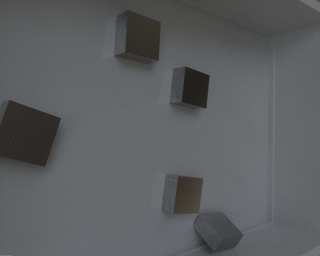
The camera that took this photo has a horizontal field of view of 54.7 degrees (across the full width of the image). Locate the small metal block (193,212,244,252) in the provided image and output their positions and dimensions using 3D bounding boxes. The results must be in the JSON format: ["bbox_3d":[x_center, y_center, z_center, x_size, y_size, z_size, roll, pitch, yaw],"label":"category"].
[{"bbox_3d":[0.087,0.153,0.463,0.050,0.050,0.025,9,115,-40],"label":"small metal block"}]

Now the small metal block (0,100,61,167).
[{"bbox_3d":[-0.131,0.006,0.298,0.050,0.025,0.050,23,75,-38],"label":"small metal block"}]

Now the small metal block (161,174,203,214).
[{"bbox_3d":[0.032,0.093,0.436,0.050,0.025,0.050,13,82,-40],"label":"small metal block"}]

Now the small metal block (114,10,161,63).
[{"bbox_3d":[-0.028,-0.111,0.385,0.050,0.025,0.050,5,87,-40],"label":"small metal block"}]

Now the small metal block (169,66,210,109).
[{"bbox_3d":[0.043,-0.056,0.445,0.050,0.025,0.050,10,84,-40],"label":"small metal block"}]
